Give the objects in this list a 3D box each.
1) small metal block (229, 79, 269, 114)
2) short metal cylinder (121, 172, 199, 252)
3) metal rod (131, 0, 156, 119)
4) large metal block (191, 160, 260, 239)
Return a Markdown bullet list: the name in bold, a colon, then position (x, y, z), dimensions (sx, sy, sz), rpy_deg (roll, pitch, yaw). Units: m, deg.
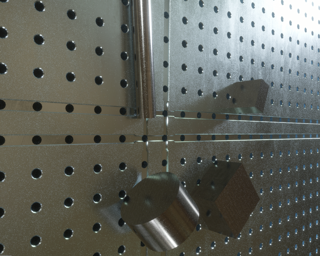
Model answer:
- **small metal block**: position (0.150, -0.052, 0.522), dimensions (0.025, 0.050, 0.050), rpy_deg (29, 72, -37)
- **short metal cylinder**: position (0.000, 0.100, 0.376), dimensions (0.080, 0.080, 0.050), rpy_deg (-48, 119, -29)
- **metal rod**: position (-0.024, -0.161, 0.390), dimensions (0.025, 0.025, 0.298), rpy_deg (-5, 93, -40)
- **large metal block**: position (0.102, 0.108, 0.482), dimensions (0.080, 0.050, 0.080), rpy_deg (-46, 118, -31)
